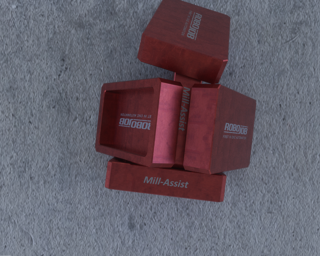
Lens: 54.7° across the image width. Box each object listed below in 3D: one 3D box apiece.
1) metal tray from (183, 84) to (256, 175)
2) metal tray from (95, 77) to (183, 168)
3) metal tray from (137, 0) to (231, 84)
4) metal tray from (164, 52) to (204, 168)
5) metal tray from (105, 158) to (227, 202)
[{"bbox_3d":[0.075,0.003,0.362,0.030,0.131,0.089,6,91,33],"label":"metal tray"},{"bbox_3d":[-0.030,-0.008,0.362,0.030,0.130,0.089,6,90,-37],"label":"metal tray"},{"bbox_3d":[0.034,-0.109,0.365,0.090,0.130,0.030,18,131,-1],"label":"metal tray"},{"bbox_3d":[0.026,-0.021,0.378,0.030,0.090,0.129,7,90,0],"label":"metal tray"},{"bbox_3d":[0.006,0.058,0.378,0.131,0.090,0.030,7,90,-1],"label":"metal tray"}]
